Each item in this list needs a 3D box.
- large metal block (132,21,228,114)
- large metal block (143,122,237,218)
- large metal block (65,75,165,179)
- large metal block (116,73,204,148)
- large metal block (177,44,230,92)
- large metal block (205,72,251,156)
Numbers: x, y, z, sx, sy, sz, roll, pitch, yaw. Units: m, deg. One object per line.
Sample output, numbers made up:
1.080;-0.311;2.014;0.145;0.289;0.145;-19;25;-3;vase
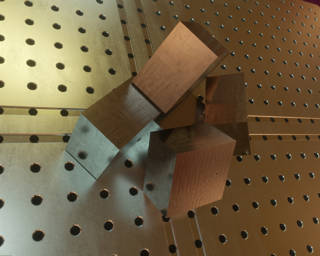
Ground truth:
0.026;-0.070;0.348;0.050;0.080;0.080;44;26;2;large metal block
0.032;0.045;0.353;0.081;0.079;0.050;-9;30;-32;large metal block
-0.050;0.000;0.344;0.050;0.080;0.080;44;51;2;large metal block
0.002;-0.021;0.407;0.080;0.050;0.080;43;51;1;large metal block
0.042;-0.083;0.446;0.050;0.080;0.080;43;51;1;large metal block
0.094;-0.016;0.423;0.050;0.080;0.080;-5;55;17;large metal block
